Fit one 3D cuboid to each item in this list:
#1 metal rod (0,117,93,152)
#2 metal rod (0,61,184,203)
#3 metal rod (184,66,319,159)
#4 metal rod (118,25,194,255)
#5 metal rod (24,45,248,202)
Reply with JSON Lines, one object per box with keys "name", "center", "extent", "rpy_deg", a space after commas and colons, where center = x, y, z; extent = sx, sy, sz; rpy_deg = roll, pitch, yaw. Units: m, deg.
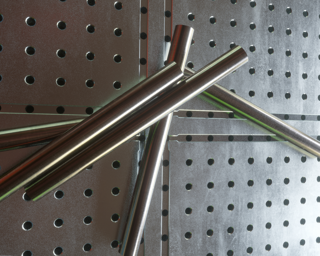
{"name": "metal rod", "center": [-0.158, 0.011, 0.354], "extent": [0.303, 0.025, 0.025], "rpy_deg": [-10, 94, -20]}
{"name": "metal rod", "center": [-0.101, 0.015, 0.351], "extent": [0.301, 0.025, 0.025], "rpy_deg": [-35, 102, -8]}
{"name": "metal rod", "center": [0.152, -0.016, 0.470], "extent": [0.302, 0.025, 0.025], "rpy_deg": [25, 82, -19]}
{"name": "metal rod", "center": [-0.005, 0.016, 0.399], "extent": [0.025, 0.025, 0.298], "rpy_deg": [14, 90, -20]}
{"name": "metal rod", "center": [-0.024, -0.008, 0.370], "extent": [0.301, 0.025, 0.025], "rpy_deg": [-34, 102, -4]}
